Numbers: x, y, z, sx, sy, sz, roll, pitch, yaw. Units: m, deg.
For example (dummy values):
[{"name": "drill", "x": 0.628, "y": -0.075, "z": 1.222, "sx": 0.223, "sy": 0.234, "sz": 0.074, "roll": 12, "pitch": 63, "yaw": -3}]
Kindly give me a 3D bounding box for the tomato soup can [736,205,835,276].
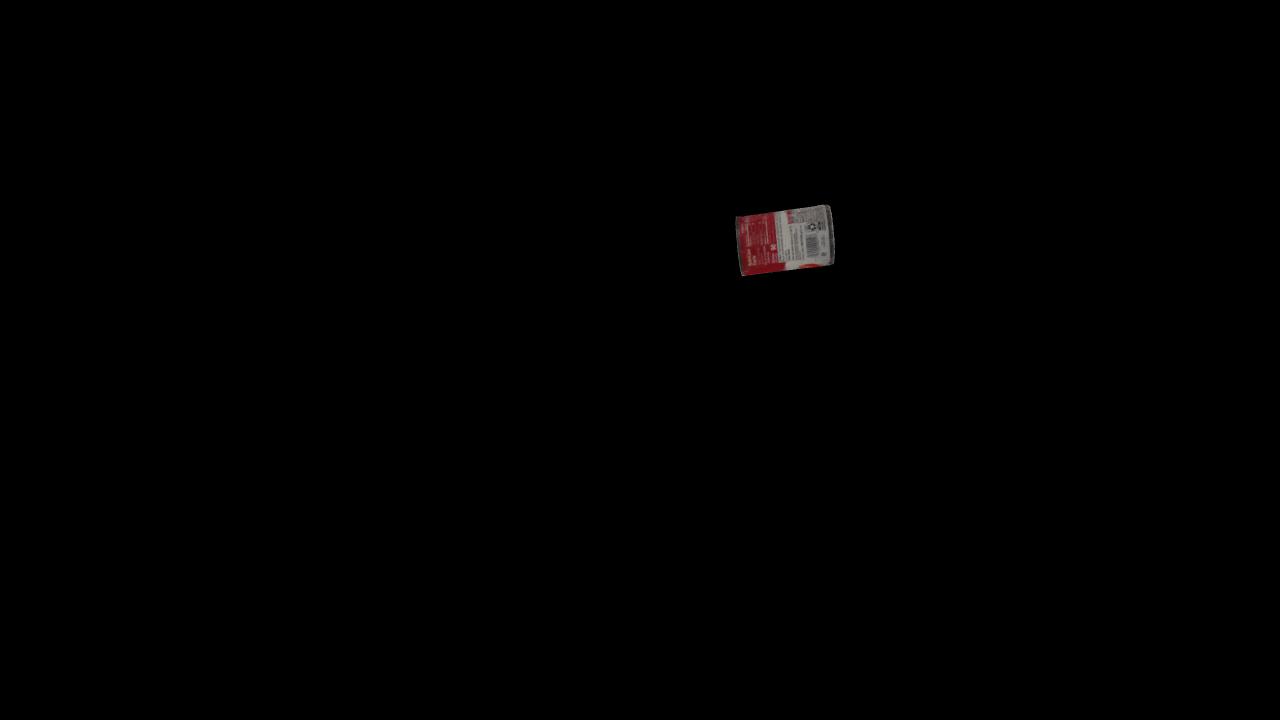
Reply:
[{"name": "tomato soup can", "x": 0.160, "y": -0.133, "z": 0.683, "sx": 0.101, "sy": 0.068, "sz": 0.068, "roll": -6, "pitch": -1, "yaw": 14}]
